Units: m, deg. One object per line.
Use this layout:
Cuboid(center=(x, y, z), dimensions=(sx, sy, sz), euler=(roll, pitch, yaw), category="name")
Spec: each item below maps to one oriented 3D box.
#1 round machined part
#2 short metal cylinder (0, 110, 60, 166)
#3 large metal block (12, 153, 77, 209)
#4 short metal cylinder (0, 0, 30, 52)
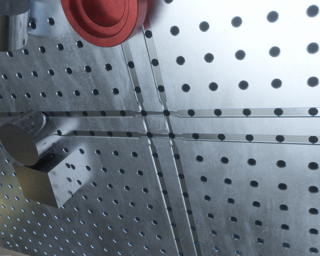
Cuboid(center=(-0.058, -0.143, 0.342), dimensions=(0.098, 0.042, 0.097), euler=(13, 124, 21), category="round machined part")
Cuboid(center=(-0.218, 0.016, 0.520), dimensions=(0.080, 0.050, 0.079), euler=(13, 124, 21), category="short metal cylinder")
Cuboid(center=(-0.207, 0.090, 0.560), dimensions=(0.080, 0.050, 0.079), euler=(10, 123, 23), category="large metal block")
Cuboid(center=(-0.213, -0.142, 0.400), dimensions=(0.080, 0.080, 0.050), euler=(31, 129, 8), category="short metal cylinder")
